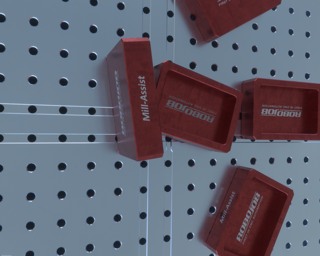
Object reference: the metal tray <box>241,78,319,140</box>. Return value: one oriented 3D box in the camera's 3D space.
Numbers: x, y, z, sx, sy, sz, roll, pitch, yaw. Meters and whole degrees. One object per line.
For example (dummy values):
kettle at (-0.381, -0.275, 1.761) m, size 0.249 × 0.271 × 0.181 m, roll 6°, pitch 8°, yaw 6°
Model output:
metal tray at (0.191, -0.027, 0.479) m, size 0.131 × 0.030 × 0.090 m, roll 1°, pitch 90°, yaw -20°

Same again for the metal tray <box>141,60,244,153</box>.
metal tray at (0.045, -0.025, 0.419) m, size 0.131 × 0.030 × 0.090 m, roll 18°, pitch 83°, yaw -23°

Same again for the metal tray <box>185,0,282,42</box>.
metal tray at (0.104, -0.193, 0.448) m, size 0.131 × 0.030 × 0.090 m, roll -32°, pitch 101°, yaw -17°

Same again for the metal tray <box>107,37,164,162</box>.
metal tray at (-0.032, -0.031, 0.365) m, size 0.030 × 0.090 × 0.129 m, roll -8°, pitch 93°, yaw -20°

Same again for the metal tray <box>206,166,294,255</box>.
metal tray at (0.135, 0.134, 0.459) m, size 0.090 × 0.030 × 0.130 m, roll 28°, pitch 81°, yaw -18°
